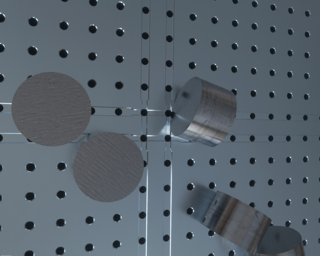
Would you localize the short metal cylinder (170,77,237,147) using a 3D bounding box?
[{"bbox_3d":[0.054,-0.020,0.403,0.050,0.080,0.080,19,84,-19],"label":"short metal cylinder"}]

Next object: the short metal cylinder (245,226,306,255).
[{"bbox_3d":[0.165,0.183,0.445,0.081,0.080,0.050,-16,96,-19],"label":"short metal cylinder"}]

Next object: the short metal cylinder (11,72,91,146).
[{"bbox_3d":[-0.123,-0.020,0.354,0.081,0.050,0.079,0,90,-20],"label":"short metal cylinder"}]

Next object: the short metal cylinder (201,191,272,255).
[{"bbox_3d":[0.102,0.128,0.421,0.080,0.080,0.050,33,79,-17],"label":"short metal cylinder"}]

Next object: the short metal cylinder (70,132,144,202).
[{"bbox_3d":[-0.065,0.044,0.375,0.081,0.050,0.079,0,90,-20],"label":"short metal cylinder"}]
